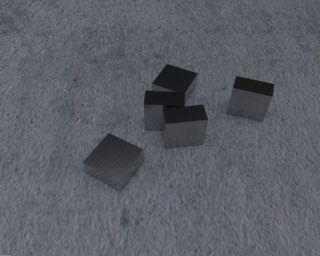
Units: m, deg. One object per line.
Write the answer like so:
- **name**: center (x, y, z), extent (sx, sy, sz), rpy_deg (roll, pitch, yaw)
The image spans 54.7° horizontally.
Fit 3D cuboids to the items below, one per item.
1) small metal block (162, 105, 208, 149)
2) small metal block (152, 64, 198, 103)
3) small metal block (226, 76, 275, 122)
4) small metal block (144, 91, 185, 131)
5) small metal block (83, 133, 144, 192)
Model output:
- **small metal block**: center (0.030, -0.001, 0.388), extent (0.050, 0.050, 0.025), rpy_deg (-6, 51, -6)
- **small metal block**: center (0.022, -0.064, 0.457), extent (0.050, 0.025, 0.050), rpy_deg (21, 53, 16)
- **small metal block**: center (0.122, -0.039, 0.421), extent (0.050, 0.050, 0.025), rpy_deg (14, 52, 11)
- **small metal block**: center (0.006, -0.021, 0.405), extent (0.050, 0.050, 0.025), rpy_deg (3, 50, 2)
- **small metal block**: center (-0.054, 0.040, 0.369), extent (0.050, 0.025, 0.050), rpy_deg (24, 54, 18)
